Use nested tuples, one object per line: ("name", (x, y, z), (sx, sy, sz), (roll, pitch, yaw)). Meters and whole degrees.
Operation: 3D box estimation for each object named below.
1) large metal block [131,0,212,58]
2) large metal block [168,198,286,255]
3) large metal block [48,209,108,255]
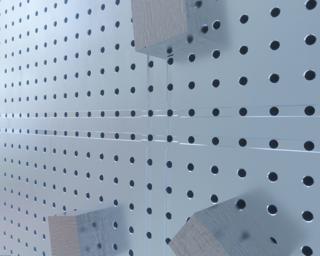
("large metal block", (0.012, -0.140, 0.384), (0.080, 0.050, 0.080), (-9, 84, 40))
("large metal block", (0.070, 0.125, 0.317), (0.080, 0.081, 0.050), (48, 119, 29))
("large metal block", (-0.135, 0.179, 0.506), (0.080, 0.050, 0.080), (-14, 81, 39))
